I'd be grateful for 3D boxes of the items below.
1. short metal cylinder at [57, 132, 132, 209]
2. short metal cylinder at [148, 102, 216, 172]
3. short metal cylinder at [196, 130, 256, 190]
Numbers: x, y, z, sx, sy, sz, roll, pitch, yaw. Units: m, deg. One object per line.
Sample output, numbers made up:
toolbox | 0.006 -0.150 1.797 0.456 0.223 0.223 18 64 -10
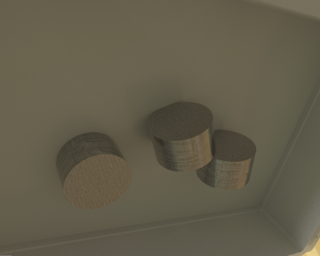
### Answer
short metal cylinder | -0.082 0.052 0.380 0.081 0.050 0.079 -14 124 -21
short metal cylinder | 0.029 0.010 0.395 0.081 0.080 0.050 -23 127 -14
short metal cylinder | 0.095 0.045 0.452 0.081 0.080 0.050 -12 124 -22
